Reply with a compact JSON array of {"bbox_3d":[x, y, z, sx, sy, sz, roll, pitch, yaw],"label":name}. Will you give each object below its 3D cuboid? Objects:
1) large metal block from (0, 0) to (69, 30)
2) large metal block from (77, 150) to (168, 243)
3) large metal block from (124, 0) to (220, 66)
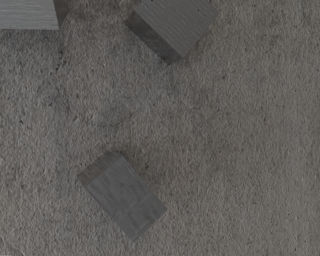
[{"bbox_3d":[-0.144,-0.148,0.310,0.081,0.050,0.079,0,133,-2],"label":"large metal block"},{"bbox_3d":[-0.047,0.075,0.362,0.050,0.080,0.080,-41,103,-15],"label":"large metal block"},{"bbox_3d":[0.015,-0.142,0.401,0.080,0.050,0.080,41,77,-16],"label":"large metal block"}]
